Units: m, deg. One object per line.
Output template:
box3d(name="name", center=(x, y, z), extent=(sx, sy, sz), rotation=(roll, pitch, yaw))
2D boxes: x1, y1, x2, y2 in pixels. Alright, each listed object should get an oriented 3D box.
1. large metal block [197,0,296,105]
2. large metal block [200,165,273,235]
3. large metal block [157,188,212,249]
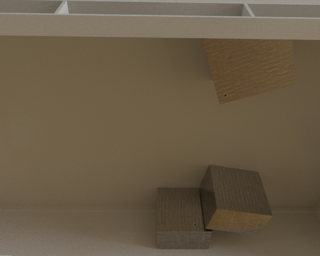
box3d(name="large metal block", center=(0.090, -0.080, 0.325), extent=(0.080, 0.050, 0.080), rotation=(-14, 129, 12))
box3d(name="large metal block", center=(0.110, 0.107, 0.465), extent=(0.081, 0.080, 0.050), rotation=(10, 130, -8))
box3d(name="large metal block", center=(0.036, 0.143, 0.495), extent=(0.081, 0.080, 0.050), rotation=(1, 130, -1))
